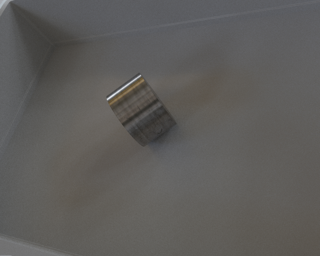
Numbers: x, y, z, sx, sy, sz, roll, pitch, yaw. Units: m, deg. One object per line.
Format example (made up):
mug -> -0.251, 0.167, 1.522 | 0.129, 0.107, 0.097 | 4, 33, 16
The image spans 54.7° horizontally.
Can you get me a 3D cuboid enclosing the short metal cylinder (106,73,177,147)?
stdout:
short metal cylinder -> -0.022, -0.023, 0.392 | 0.050, 0.080, 0.080 | -36, 51, 4
